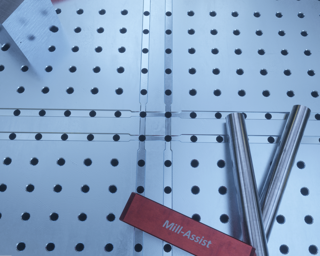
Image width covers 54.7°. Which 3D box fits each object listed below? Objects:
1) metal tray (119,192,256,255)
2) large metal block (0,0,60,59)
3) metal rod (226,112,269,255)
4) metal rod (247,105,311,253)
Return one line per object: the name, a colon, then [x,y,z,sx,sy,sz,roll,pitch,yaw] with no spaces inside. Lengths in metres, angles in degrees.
metal tray: [0.025,0.115,0.335,0.130,0.090,0.030,23,72,8]
large metal block: [-0.198,-0.160,0.439,0.050,0.080,0.080,29,73,10]
metal rod: [0.104,0.116,0.345,0.025,0.025,0.299,-1,61,-1]
metal rod: [0.129,0.102,0.375,0.025,0.025,0.300,24,71,8]
